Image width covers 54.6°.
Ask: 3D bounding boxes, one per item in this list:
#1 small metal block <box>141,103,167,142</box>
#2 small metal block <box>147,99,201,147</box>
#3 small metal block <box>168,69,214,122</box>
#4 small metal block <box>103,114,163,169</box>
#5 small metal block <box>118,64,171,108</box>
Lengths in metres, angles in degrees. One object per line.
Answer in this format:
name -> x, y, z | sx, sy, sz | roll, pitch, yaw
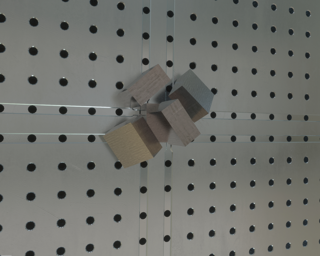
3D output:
small metal block -> 0.002, -0.006, 0.413 | 0.050, 0.025, 0.050 | 1, 90, -21
small metal block -> 0.016, -0.006, 0.378 | 0.025, 0.050, 0.050 | -38, 103, -17
small metal block -> 0.043, -0.044, 0.414 | 0.050, 0.025, 0.050 | 44, 36, -15
small metal block -> -0.034, 0.017, 0.384 | 0.050, 0.050, 0.025 | 58, 36, -11
small metal block -> -0.021, -0.051, 0.391 | 0.050, 0.050, 0.025 | -43, 104, -15
